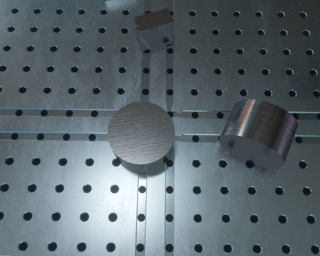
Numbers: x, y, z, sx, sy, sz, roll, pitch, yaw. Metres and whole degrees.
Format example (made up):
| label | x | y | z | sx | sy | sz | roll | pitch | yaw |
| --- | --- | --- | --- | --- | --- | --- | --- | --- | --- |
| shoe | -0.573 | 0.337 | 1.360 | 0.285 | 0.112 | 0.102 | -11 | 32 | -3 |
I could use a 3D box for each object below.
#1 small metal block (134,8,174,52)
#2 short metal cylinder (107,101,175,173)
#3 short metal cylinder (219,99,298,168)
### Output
| label | x | y | z | sx | sy | sz | roll | pitch | yaw |
| --- | --- | --- | --- | --- | --- | --- | --- | --- | --- |
| small metal block | -0.008 | -0.141 | 0.450 | 0.050 | 0.050 | 0.025 | -18 | 71 | -6 |
| short metal cylinder | -0.023 | 0.013 | 0.393 | 0.081 | 0.050 | 0.080 | 0 | 70 | -1 |
| short metal cylinder | 0.120 | 0.008 | 0.380 | 0.080 | 0.080 | 0.050 | 25 | 72 | 8 |
